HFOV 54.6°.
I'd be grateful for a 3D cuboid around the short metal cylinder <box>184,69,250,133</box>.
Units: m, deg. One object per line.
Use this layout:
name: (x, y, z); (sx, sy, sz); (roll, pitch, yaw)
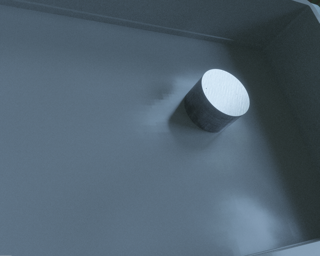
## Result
short metal cylinder: (0.083, -0.040, 0.458); (0.081, 0.050, 0.080); (13, 56, -21)
